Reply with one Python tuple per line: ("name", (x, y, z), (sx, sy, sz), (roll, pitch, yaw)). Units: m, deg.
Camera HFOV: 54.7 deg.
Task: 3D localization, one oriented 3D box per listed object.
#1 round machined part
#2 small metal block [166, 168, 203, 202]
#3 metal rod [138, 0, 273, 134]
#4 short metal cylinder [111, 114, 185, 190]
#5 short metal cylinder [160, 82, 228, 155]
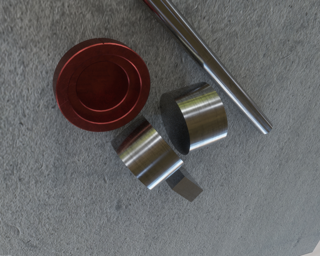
("round machined part", (-0.063, -0.048, 0.331), (0.099, 0.042, 0.097), (-14, 124, -21))
("small metal block", (0.029, 0.075, 0.453), (0.025, 0.050, 0.050), (-46, 129, 4))
("metal rod", (0.076, -0.071, 0.403), (0.025, 0.025, 0.301), (-48, 129, 6))
("short metal cylinder", (-0.015, 0.030, 0.382), (0.050, 0.080, 0.080), (-41, 130, -1))
("short metal cylinder", (0.040, -0.012, 0.385), (0.050, 0.080, 0.079), (-20, 126, -17))
